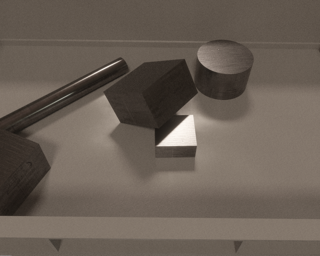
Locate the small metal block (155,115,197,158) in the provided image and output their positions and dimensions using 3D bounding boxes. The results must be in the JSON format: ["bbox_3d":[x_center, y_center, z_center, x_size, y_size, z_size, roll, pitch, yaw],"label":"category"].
[{"bbox_3d":[0.019,0.010,0.397,0.050,0.025,0.050,-1,50,-1],"label":"small metal block"}]

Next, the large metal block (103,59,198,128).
[{"bbox_3d":[-0.012,-0.047,0.406,0.080,0.050,0.080,8,42,48],"label":"large metal block"}]

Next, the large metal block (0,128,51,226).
[{"bbox_3d":[-0.186,0.048,0.346,0.080,0.050,0.080,19,53,15],"label":"large metal block"}]

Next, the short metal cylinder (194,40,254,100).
[{"bbox_3d":[0.094,-0.088,0.464,0.081,0.050,0.080,0,50,0],"label":"short metal cylinder"}]

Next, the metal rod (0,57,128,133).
[{"bbox_3d":[-0.170,-0.023,0.422,0.302,0.025,0.025,-34,58,-26],"label":"metal rod"}]
